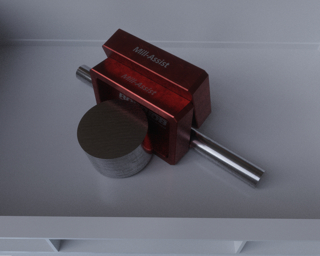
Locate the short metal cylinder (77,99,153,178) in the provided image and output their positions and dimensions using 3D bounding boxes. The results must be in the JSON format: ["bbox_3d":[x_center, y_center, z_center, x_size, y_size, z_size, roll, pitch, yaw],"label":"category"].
[{"bbox_3d":[-0.051,0.013,0.368,0.080,0.050,0.080,-3,57,4],"label":"short metal cylinder"}]

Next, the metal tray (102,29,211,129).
[{"bbox_3d":[-0.002,-0.058,0.377,0.130,0.090,0.030,32,74,23],"label":"metal tray"}]

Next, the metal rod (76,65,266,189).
[{"bbox_3d":[-0.002,-0.013,0.416,0.300,0.025,0.025,32,57,23],"label":"metal rod"}]

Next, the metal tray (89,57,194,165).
[{"bbox_3d":[-0.024,-0.020,0.378,0.130,0.089,0.030,32,57,23],"label":"metal tray"}]

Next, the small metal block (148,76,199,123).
[{"bbox_3d":[0.019,-0.042,0.438,0.050,0.025,0.050,33,57,24],"label":"small metal block"}]
